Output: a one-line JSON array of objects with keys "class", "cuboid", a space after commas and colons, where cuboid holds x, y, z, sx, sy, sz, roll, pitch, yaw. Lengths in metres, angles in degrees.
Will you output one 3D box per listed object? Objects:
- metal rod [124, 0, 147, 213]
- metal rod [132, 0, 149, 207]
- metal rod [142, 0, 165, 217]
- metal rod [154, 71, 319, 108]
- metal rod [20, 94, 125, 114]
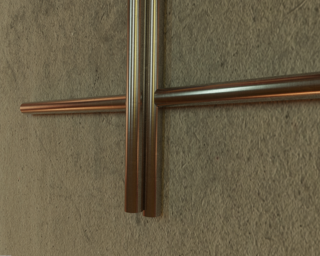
[{"class": "metal rod", "cuboid": [-0.032, -0.041, 0.405, 0.025, 0.025, 0.298, 2, 91, 39]}, {"class": "metal rod", "cuboid": [-0.028, -0.039, 0.428, 0.025, 0.025, 0.298, 2, 91, 39]}, {"class": "metal rod", "cuboid": [-0.009, -0.033, 0.413, 0.025, 0.025, 0.298, 2, 91, 39]}, {"class": "metal rod", "cuboid": [0.117, -0.040, 0.309, 0.300, 0.025, 0.025, 0, 90, 39]}, {"class": "metal rod", "cuboid": [-0.154, -0.038, 0.530, 0.300, 0.025, 0.025, 1, 91, 39]}]
